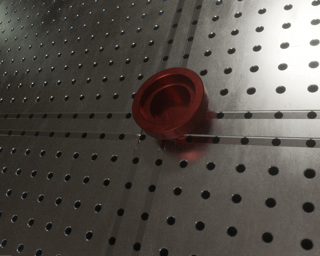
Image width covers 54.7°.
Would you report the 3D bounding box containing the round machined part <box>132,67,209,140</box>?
[{"bbox_3d":[0.017,-0.028,0.404,0.098,0.042,0.098,-13,56,20],"label":"round machined part"}]
